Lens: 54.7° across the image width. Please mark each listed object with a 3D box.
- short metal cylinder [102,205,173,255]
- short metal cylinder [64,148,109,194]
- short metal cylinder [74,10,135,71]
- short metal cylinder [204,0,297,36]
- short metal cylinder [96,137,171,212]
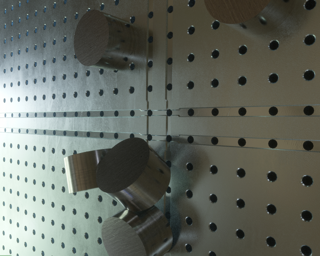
[{"bbox_3d":[-0.031,0.143,0.407,0.080,0.050,0.079,14,113,36],"label":"short metal cylinder"},{"bbox_3d":[-0.095,0.063,0.453,0.080,0.081,0.050,-19,78,38],"label":"short metal cylinder"},{"bbox_3d":[-0.083,-0.129,0.462,0.080,0.050,0.079,0,90,40],"label":"short metal cylinder"},{"bbox_3d":[0.092,-0.141,0.317,0.080,0.050,0.079,0,90,40],"label":"short metal cylinder"},{"bbox_3d":[-0.034,0.059,0.396,0.080,0.050,0.080,-23,41,22],"label":"short metal cylinder"}]
